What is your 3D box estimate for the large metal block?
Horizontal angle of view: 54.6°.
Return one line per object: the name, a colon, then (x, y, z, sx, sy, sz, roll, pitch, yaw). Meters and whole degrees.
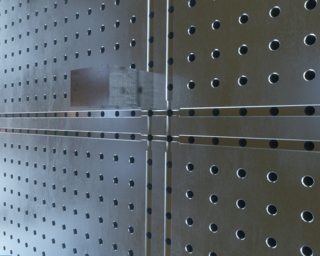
large metal block: (-0.066, -0.053, 0.429, 0.080, 0.081, 0.050, 1, 91, 40)
